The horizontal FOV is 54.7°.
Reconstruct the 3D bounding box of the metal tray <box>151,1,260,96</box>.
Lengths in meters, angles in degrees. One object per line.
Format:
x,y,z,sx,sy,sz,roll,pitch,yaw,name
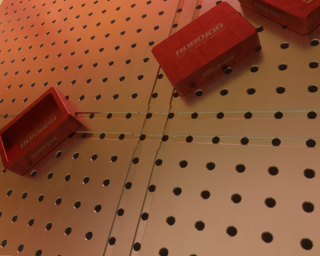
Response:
0.062,-0.115,0.442,0.130,0.030,0.090,-32,52,6,metal tray

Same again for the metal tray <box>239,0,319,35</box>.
0.181,-0.192,0.426,0.090,0.030,0.130,-41,51,0,metal tray

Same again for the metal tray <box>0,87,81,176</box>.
-0.201,0.003,0.505,0.130,0.030,0.090,-40,51,0,metal tray
